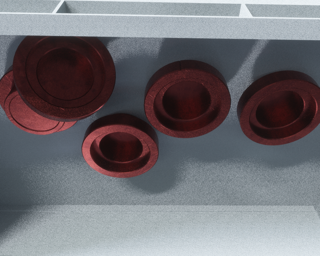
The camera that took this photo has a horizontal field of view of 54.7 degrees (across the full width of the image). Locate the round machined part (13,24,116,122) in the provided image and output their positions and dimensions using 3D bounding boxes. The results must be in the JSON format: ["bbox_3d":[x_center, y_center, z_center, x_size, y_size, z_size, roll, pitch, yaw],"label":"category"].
[{"bbox_3d":[-0.100,-0.054,0.327,0.099,0.098,0.042,23,164,-19],"label":"round machined part"}]

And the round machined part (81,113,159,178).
[{"bbox_3d":[-0.051,0.019,0.413,0.099,0.042,0.097,-1,130,0],"label":"round machined part"}]

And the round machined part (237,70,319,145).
[{"bbox_3d":[0.143,-0.028,0.377,0.099,0.042,0.097,-1,130,0],"label":"round machined part"}]

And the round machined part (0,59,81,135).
[{"bbox_3d":[-0.143,-0.030,0.370,0.099,0.042,0.097,-1,130,0],"label":"round machined part"}]

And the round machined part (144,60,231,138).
[{"bbox_3d":[0.031,-0.038,0.367,0.099,0.042,0.097,-1,130,0],"label":"round machined part"}]
